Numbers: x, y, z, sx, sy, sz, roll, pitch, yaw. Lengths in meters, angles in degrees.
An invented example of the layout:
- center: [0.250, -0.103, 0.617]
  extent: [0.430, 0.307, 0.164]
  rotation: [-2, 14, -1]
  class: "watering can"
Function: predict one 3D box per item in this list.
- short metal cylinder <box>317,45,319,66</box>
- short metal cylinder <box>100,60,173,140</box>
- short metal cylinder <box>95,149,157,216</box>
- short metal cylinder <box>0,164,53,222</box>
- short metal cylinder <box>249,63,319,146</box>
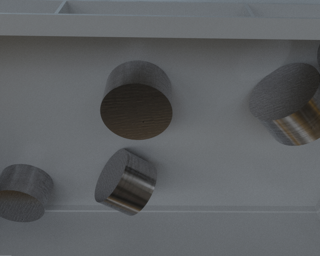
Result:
- center: [0.219, -0.076, 0.330]
  extent: [0.081, 0.050, 0.079]
  rotation: [0, 130, 0]
  class: "short metal cylinder"
- center: [-0.026, -0.032, 0.365]
  extent: [0.081, 0.050, 0.079]
  rotation: [0, 130, 0]
  class: "short metal cylinder"
- center: [-0.049, 0.076, 0.437]
  extent: [0.050, 0.080, 0.080]
  rotation: [32, 123, -24]
  class: "short metal cylinder"
- center: [-0.212, 0.101, 0.476]
  extent: [0.081, 0.050, 0.079]
  rotation: [0, 130, 0]
  class: "short metal cylinder"
- center: [0.150, -0.027, 0.352]
  extent: [0.080, 0.080, 0.050]
  rotation: [-34, 122, 25]
  class: "short metal cylinder"
